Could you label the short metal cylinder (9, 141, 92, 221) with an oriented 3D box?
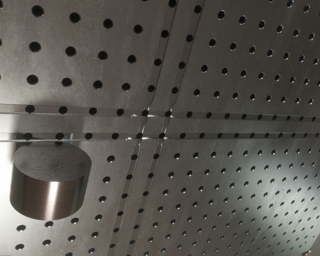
[{"bbox_3d":[-0.121,0.056,0.345,0.081,0.080,0.050,2,117,-30],"label":"short metal cylinder"}]
